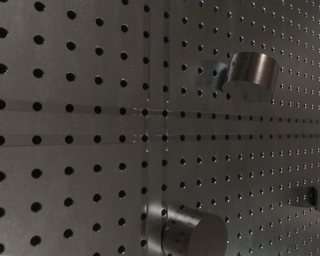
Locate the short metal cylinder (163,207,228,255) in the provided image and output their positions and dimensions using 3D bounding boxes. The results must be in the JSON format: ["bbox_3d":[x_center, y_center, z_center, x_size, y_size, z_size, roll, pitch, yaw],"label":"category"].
[{"bbox_3d":[0.051,0.157,0.438,0.081,0.050,0.079,0,90,-40],"label":"short metal cylinder"}]

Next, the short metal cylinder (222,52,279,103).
[{"bbox_3d":[0.146,-0.079,0.498,0.080,0.080,0.050,28,73,-37],"label":"short metal cylinder"}]

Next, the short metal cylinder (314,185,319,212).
[{"bbox_3d":[0.401,0.164,0.715,0.081,0.080,0.050,-3,92,-40],"label":"short metal cylinder"}]
